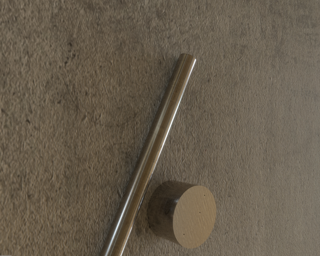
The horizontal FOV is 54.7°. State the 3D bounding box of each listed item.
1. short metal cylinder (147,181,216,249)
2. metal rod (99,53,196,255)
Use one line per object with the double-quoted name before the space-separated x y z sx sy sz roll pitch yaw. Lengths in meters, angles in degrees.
"short metal cylinder" 0.030 0.114 0.416 0.081 0.050 0.079 0 90 -40
"metal rod" -0.013 0.035 0.395 0.025 0.025 0.299 34 69 -35
